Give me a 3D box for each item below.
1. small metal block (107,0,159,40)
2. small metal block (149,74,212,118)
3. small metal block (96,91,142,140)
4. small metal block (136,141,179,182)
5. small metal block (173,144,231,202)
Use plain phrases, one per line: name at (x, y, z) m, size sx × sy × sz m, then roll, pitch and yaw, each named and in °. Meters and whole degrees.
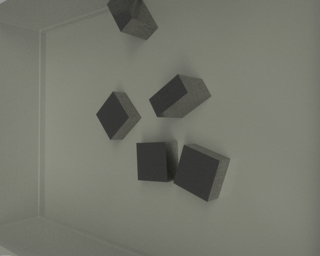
small metal block at (-0.037, -0.151, 0.419) m, size 0.025 × 0.050 × 0.050 m, roll -40°, pitch 66°, yaw 33°
small metal block at (0.024, -0.036, 0.369) m, size 0.050 × 0.050 × 0.025 m, roll -38°, pitch 67°, yaw 33°
small metal block at (-0.062, -0.018, 0.455) m, size 0.050 × 0.025 × 0.050 m, roll -48°, pitch 62°, yaw 29°
small metal block at (-0.003, 0.043, 0.408) m, size 0.050 × 0.025 × 0.050 m, roll -4°, pitch 87°, yaw 39°
small metal block at (0.049, 0.051, 0.365) m, size 0.050 × 0.025 × 0.050 m, roll 23°, pitch 105°, yaw 37°
